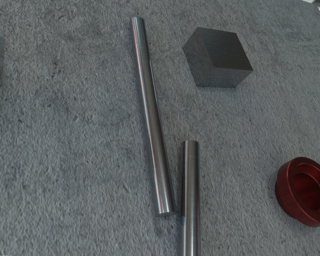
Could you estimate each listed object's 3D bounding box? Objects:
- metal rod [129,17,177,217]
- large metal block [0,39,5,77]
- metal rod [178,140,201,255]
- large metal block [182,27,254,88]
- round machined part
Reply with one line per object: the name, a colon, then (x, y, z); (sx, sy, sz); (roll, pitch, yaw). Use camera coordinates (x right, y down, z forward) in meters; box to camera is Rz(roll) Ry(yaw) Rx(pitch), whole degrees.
metal rod: (-0.014, -0.034, 0.417); (0.025, 0.025, 0.299); (5, 59, -26)
large metal block: (-0.212, -0.057, 0.309); (0.081, 0.050, 0.080); (16, 55, -20)
metal rod: (0.032, 0.148, 0.332); (0.025, 0.025, 0.300); (17, 55, -19)
large metal block: (0.094, -0.114, 0.510); (0.081, 0.050, 0.080); (-2, 63, -30)
round machined part: (0.208, 0.095, 0.450); (0.099, 0.042, 0.098); (14, 56, -21)
